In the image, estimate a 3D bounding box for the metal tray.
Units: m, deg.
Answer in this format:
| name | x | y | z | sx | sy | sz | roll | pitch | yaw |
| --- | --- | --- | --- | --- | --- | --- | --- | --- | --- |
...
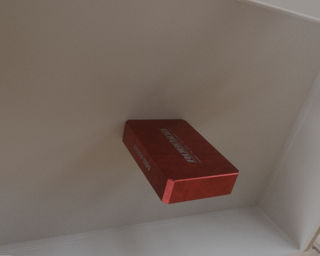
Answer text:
| name | x | y | z | sx | sy | sz | roll | pitch | yaw |
| --- | --- | --- | --- | --- | --- | --- | --- | --- | --- |
| metal tray | 0.019 | 0.032 | 0.373 | 0.091 | 0.130 | 0.030 | -1 | 119 | -28 |
